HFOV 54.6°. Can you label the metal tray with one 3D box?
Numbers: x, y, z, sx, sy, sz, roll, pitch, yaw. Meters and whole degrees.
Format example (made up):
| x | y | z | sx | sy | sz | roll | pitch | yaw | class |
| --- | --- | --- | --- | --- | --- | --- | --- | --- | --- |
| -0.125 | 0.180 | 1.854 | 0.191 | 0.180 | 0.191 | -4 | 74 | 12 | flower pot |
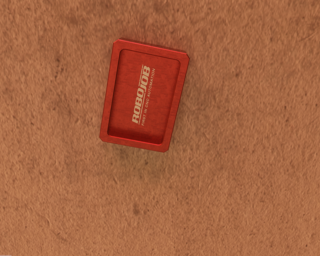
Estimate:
| x | y | z | sx | sy | sz | roll | pitch | yaw | class |
| --- | --- | --- | --- | --- | --- | --- | --- | --- | --- |
| -0.021 | -0.039 | 0.392 | 0.090 | 0.030 | 0.129 | 11 | 110 | -4 | metal tray |
